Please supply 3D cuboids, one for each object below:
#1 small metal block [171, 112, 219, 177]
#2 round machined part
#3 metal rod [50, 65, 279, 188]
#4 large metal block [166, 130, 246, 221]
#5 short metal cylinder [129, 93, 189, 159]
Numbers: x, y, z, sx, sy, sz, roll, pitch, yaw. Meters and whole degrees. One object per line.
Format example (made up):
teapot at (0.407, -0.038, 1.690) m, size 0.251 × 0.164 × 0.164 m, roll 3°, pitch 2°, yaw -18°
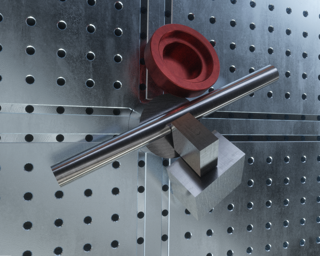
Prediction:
small metal block at (0.039, 0.019, 0.350) m, size 0.025 × 0.050 × 0.050 m, roll -31°, pitch 143°, yaw -18°
round machined part at (0.025, -0.082, 0.401) m, size 0.099 × 0.042 × 0.098 m, roll 11°, pitch 63°, yaw -22°
metal rod at (0.021, -0.011, 0.368) m, size 0.302 × 0.025 × 0.025 m, roll -26°, pitch 99°, yaw -19°
large metal block at (0.060, 0.062, 0.398) m, size 0.080 × 0.050 × 0.080 m, roll -37°, pitch 147°, yaw -16°
short metal cylinder at (0.005, -0.003, 0.401) m, size 0.081 × 0.050 × 0.079 m, roll 0°, pitch 90°, yaw -21°
